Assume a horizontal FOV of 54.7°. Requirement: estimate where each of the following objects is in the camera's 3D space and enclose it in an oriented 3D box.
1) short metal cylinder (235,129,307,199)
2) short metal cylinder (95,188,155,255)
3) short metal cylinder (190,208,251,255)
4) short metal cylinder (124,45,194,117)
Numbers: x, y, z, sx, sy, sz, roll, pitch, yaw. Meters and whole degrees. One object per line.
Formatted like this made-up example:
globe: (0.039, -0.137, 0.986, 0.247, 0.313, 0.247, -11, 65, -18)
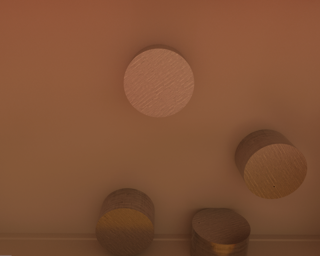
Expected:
short metal cylinder: (0.147, 0.048, 0.418, 0.081, 0.050, 0.079, 0, 110, -1)
short metal cylinder: (-0.048, 0.135, 0.447, 0.081, 0.050, 0.079, 0, 110, -1)
short metal cylinder: (0.085, 0.159, 0.442, 0.081, 0.080, 0.050, 1, 110, -1)
short metal cylinder: (-0.001, -0.059, 0.376, 0.081, 0.050, 0.079, 0, 110, -1)
